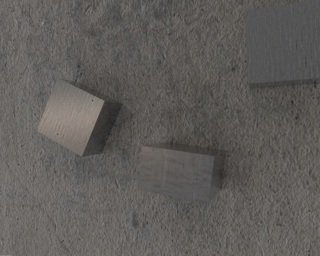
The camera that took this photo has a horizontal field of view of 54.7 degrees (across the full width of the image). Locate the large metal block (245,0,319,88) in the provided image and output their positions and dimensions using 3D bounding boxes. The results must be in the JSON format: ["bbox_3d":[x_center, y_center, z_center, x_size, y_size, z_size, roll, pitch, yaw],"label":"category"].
[{"bbox_3d":[0.140,-0.089,0.346,0.080,0.050,0.080,-2,89,20],"label":"large metal block"}]

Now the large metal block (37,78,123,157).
[{"bbox_3d":[-0.112,-0.015,0.435,0.080,0.050,0.080,26,99,18],"label":"large metal block"}]

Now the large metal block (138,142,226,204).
[{"bbox_3d":[0.029,0.049,0.369,0.080,0.080,0.050,7,93,20],"label":"large metal block"}]
